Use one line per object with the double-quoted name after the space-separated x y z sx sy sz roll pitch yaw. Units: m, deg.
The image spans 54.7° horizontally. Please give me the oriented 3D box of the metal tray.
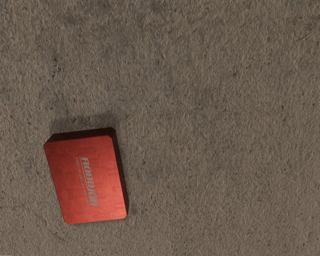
-0.098 0.068 0.431 0.091 0.030 0.129 -7 110 2 "metal tray"
